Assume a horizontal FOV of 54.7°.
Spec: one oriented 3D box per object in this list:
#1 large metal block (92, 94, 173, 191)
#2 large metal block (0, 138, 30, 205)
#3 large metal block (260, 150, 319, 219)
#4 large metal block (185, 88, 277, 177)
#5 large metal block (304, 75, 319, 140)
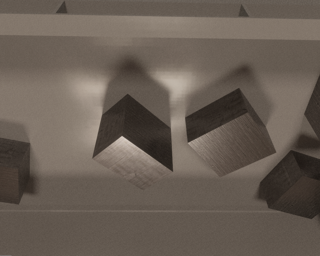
[{"bbox_3d":[-0.031,0.018,0.388,0.050,0.080,0.080,-36,122,26],"label":"large metal block"},{"bbox_3d":[-0.234,0.059,0.439,0.081,0.050,0.079,12,129,-11],"label":"large metal block"},{"bbox_3d":[0.216,0.088,0.471,0.081,0.050,0.079,17,128,-15],"label":"large metal block"},{"bbox_3d":[0.090,0.008,0.401,0.080,0.050,0.080,-29,125,22],"label":"large metal block"},{"bbox_3d":[0.218,-0.023,0.357,0.050,0.080,0.079,0,130,-1],"label":"large metal block"}]
